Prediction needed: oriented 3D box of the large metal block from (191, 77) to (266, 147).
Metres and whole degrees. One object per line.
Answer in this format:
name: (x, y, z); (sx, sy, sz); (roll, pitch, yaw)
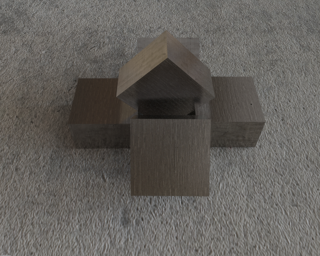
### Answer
large metal block: (0.082, -0.022, 0.404); (0.081, 0.050, 0.080); (0, 50, 0)

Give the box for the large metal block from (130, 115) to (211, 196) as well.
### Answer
large metal block: (0.011, 0.027, 0.338); (0.081, 0.079, 0.050); (0, 7, 1)

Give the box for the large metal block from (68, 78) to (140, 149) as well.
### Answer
large metal block: (-0.067, -0.020, 0.404); (0.081, 0.050, 0.080); (0, 50, -1)

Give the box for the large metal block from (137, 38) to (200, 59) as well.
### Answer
large metal block: (0.011, -0.095, 0.441); (0.081, 0.080, 0.050); (0, 94, 0)

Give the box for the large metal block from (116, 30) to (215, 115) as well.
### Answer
large metal block: (0.006, -0.054, 0.372); (0.080, 0.080, 0.050); (-32, 41, 32)
